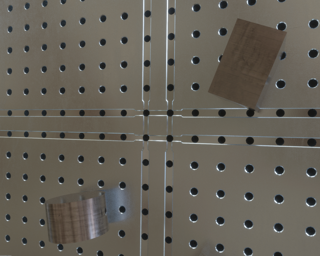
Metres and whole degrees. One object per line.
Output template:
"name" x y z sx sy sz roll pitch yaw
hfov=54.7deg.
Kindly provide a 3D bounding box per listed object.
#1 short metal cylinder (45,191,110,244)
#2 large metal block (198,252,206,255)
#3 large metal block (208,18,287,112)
"short metal cylinder" -0.112 0.119 0.423 0.080 0.080 0.050 -8 88 20
"large metal block" 0.051 0.218 0.381 0.080 0.050 0.080 42 103 15
"large metal block" 0.100 -0.065 0.348 0.050 0.080 0.080 24 98 18
